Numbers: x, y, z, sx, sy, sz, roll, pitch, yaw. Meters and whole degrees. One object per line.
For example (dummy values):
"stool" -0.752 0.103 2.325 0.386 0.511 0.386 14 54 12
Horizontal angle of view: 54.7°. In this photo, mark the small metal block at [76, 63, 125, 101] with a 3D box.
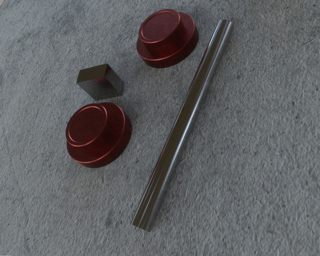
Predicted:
"small metal block" -0.091 -0.070 0.478 0.050 0.050 0.025 -8 58 24

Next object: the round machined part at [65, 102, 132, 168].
"round machined part" -0.093 0.004 0.440 0.098 0.042 0.098 -13 56 21

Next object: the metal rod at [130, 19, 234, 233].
"metal rod" 0.036 -0.017 0.395 0.025 0.025 0.300 11 67 33

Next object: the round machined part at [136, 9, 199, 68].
"round machined part" 0.006 -0.144 0.478 0.098 0.042 0.098 -13 56 21
